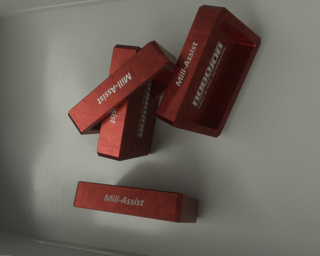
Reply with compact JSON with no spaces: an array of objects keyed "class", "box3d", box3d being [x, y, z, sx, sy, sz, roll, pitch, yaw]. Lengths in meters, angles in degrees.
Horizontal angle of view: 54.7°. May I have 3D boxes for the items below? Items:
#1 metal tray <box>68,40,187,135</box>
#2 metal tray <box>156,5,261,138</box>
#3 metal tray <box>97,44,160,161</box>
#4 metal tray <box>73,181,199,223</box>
[{"class":"metal tray","box3d":[-0.035,-0.043,0.375,0.130,0.090,0.030,-37,80,14]},{"class":"metal tray","box3d":[0.058,-0.059,0.353,0.030,0.091,0.129,30,101,43]},{"class":"metal tray","box3d":[-0.033,-0.029,0.387,0.030,0.090,0.129,11,94,20]},{"class":"metal tray","box3d":[-0.026,0.092,0.382,0.130,0.090,0.030,3,74,20]}]
